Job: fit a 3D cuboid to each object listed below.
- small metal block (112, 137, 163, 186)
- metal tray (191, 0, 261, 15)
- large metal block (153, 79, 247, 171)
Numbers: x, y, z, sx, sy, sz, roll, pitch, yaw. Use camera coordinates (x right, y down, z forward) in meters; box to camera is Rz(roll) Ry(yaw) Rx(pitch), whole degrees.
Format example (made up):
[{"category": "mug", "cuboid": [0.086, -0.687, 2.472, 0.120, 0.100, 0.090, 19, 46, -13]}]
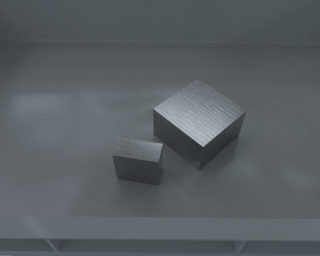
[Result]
[{"category": "small metal block", "cuboid": [-0.024, 0.039, 0.356, 0.050, 0.050, 0.025, 8, 51, 6]}, {"category": "metal tray", "cuboid": [0.129, -0.268, 0.631, 0.131, 0.030, 0.090, 0, 50, -1]}, {"category": "large metal block", "cuboid": [0.049, -0.006, 0.395, 0.080, 0.050, 0.080, -36, 59, -27]}]
